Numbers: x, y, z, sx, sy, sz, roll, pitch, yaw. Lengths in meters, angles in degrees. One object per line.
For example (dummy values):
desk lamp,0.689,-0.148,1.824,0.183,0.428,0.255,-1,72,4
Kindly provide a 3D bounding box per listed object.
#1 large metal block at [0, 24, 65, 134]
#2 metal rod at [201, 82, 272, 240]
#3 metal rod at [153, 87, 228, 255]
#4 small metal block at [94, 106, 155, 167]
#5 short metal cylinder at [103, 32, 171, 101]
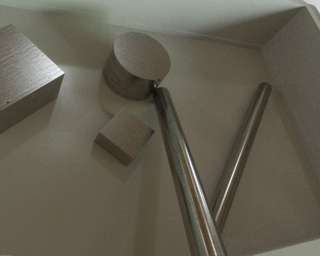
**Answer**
large metal block,-0.166,-0.054,0.333,0.080,0.050,0.080,43,51,1
metal rod,0.123,0.027,0.457,0.025,0.025,0.301,37,51,-4
metal rod,0.021,0.032,0.314,0.025,0.025,0.300,18,28,-19
small metal block,-0.043,0.010,0.378,0.050,0.025,0.050,39,51,-3
short metal cylinder,-0.032,-0.084,0.425,0.081,0.050,0.080,14,56,-21
